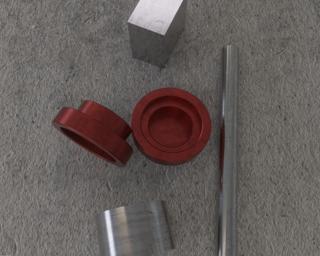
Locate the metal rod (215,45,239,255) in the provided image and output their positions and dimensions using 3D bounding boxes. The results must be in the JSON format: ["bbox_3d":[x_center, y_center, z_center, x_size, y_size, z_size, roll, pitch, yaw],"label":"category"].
[{"bbox_3d":[0.088,0.027,0.399,0.025,0.025,0.299,5,70,2],"label":"metal rod"}]

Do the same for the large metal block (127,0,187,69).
[{"bbox_3d":[-0.001,-0.143,0.431,0.050,0.080,0.080,23,72,8],"label":"large metal block"}]

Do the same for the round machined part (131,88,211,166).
[{"bbox_3d":[0.013,0.001,0.396,0.099,0.042,0.098,2,68,-5],"label":"round machined part"}]

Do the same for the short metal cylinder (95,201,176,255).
[{"bbox_3d":[-0.027,0.113,0.337,0.081,0.080,0.050,-11,71,-4],"label":"short metal cylinder"}]

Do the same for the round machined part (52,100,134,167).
[{"bbox_3d":[-0.073,0.003,0.368,0.098,0.098,0.042,28,73,9],"label":"round machined part"}]
